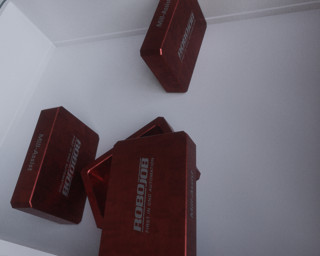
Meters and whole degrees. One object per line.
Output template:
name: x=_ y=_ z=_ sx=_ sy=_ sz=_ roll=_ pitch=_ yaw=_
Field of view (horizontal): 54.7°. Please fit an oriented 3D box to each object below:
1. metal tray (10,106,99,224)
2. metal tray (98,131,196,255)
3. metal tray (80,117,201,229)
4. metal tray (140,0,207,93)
metal tray: x=-0.127 y=0.049 z=0.398 sx=0.030 sy=0.090 sz=0.130 roll=-8 pitch=58 yaw=24
metal tray: x=-0.010 y=0.072 z=0.323 sx=0.090 sy=0.030 sz=0.130 roll=-9 pitch=58 yaw=22
metal tray: x=-0.028 y=0.056 z=0.381 sx=0.130 sy=0.030 sz=0.090 roll=-34 pitch=52 yaw=5
metal tray: x=0.024 y=-0.125 z=0.426 sx=0.030 sy=0.090 sz=0.130 roll=4 pitch=64 yaw=30
